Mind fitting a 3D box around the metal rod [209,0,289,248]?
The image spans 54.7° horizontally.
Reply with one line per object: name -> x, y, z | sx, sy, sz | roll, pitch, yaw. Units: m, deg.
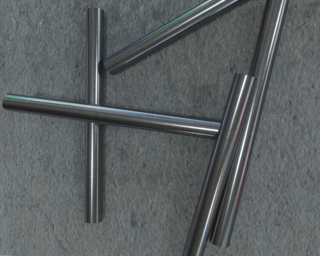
metal rod -> 0.105, -0.004, 0.371 | 0.025, 0.025, 0.298 | 14, 95, 19

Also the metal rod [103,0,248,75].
metal rod -> 0.058, -0.146, 0.387 | 0.300, 0.025, 0.025 | -25, 82, 17

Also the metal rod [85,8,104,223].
metal rod -> -0.093, -0.017, 0.440 | 0.025, 0.025, 0.298 | 1, 90, 19

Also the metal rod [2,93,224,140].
metal rod -> -0.067, -0.016, 0.408 | 0.301, 0.025, 0.025 | 8, 93, 11

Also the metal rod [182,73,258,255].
metal rod -> 0.060, 0.084, 0.372 | 0.025, 0.025, 0.298 | 18, 102, 19
